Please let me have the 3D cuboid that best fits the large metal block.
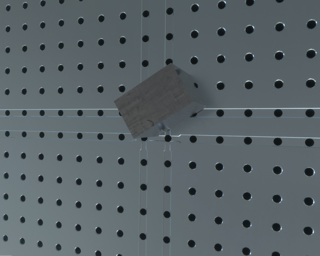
[{"bbox_3d":[0.005,-0.030,0.381,0.080,0.080,0.050,-32,80,17],"label":"large metal block"}]
